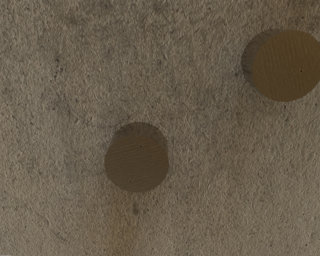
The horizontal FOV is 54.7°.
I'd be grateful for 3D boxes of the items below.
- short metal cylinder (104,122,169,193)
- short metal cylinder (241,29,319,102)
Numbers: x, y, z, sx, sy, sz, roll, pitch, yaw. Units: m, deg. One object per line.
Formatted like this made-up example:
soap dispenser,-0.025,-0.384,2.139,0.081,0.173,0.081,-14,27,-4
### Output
short metal cylinder,-0.029,0.038,0.410,0.081,0.050,0.079,0,110,0
short metal cylinder,0.144,-0.076,0.369,0.081,0.050,0.079,0,110,0
